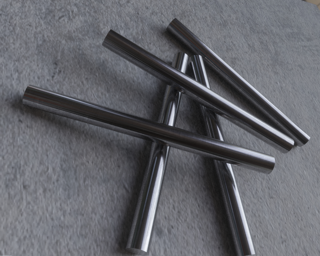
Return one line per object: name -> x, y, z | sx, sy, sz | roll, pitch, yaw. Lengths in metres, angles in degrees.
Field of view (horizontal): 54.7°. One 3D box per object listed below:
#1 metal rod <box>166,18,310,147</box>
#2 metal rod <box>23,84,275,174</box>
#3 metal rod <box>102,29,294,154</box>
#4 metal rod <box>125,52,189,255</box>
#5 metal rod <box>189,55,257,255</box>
metal rod -> 0.132, -0.077, 0.523 | 0.300, 0.025, 0.025 | 41, 51, 0
metal rod -> -0.005, 0.005, 0.369 | 0.302, 0.025, 0.025 | 16, 55, -8
metal rod -> 0.059, -0.046, 0.432 | 0.301, 0.025, 0.025 | 29, 52, -10
metal rod -> 0.005, 0.008, 0.403 | 0.025, 0.025, 0.300 | 24, 53, -14
metal rod -> 0.080, 0.021, 0.435 | 0.025, 0.025, 0.299 | 5, 60, -26
